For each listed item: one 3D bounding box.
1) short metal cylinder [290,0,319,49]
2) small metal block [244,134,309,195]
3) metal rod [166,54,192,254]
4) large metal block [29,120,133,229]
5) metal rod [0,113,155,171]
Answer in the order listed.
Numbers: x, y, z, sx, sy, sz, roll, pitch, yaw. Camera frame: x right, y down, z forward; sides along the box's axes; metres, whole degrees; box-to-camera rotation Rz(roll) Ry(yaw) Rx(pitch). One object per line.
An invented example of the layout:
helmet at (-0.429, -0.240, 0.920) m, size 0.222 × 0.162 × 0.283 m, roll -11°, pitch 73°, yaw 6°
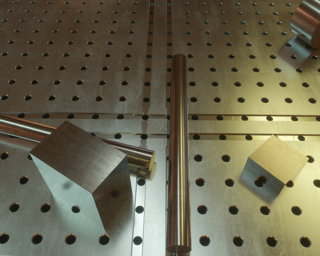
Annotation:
short metal cylinder at (0.272, -0.184, 0.528) m, size 0.081 × 0.080 × 0.050 m, roll -21°, pitch 53°, yaw -17°
small metal block at (0.139, 0.043, 0.373) m, size 0.050 × 0.025 × 0.050 m, roll -36°, pitch 59°, yaw -26°
metal rod at (0.025, 0.005, 0.402) m, size 0.025 × 0.025 × 0.300 m, roll 2°, pitch 50°, yaw 1°
large metal block at (-0.079, 0.050, 0.329) m, size 0.080 × 0.080 × 0.050 m, roll 27°, pitch 55°, yaw 21°
metal rod at (-0.153, 0.007, 0.400) m, size 0.301 × 0.025 × 0.025 m, roll 13°, pitch 51°, yaw 10°
